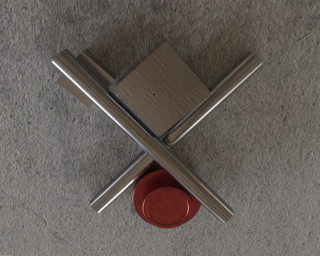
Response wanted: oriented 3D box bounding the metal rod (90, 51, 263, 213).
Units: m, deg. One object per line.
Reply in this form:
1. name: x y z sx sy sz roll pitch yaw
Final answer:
1. metal rod: 0.013 0.014 0.418 0.025 0.025 0.299 43 104 -15

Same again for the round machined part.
1. round machined part: 0.011 0.102 0.439 0.099 0.042 0.097 0 110 -1

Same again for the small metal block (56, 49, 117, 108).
1. small metal block: -0.091 -0.062 0.388 0.050 0.025 0.050 41 105 -14

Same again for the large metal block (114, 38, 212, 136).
1. large metal block: 0.003 -0.051 0.380 0.080 0.050 0.080 -40 106 13

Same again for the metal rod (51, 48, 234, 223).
1. metal rod: -0.011 0.020 0.391 0.025 0.025 0.300 -42 105 13
